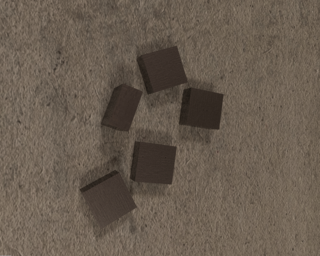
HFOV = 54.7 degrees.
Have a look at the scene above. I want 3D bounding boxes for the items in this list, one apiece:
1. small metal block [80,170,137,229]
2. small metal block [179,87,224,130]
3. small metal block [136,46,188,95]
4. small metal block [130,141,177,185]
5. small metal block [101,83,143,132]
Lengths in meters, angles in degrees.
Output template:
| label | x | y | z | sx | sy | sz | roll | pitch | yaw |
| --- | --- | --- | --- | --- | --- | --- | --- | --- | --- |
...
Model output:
| label | x | y | z | sx | sy | sz | roll | pitch | yaw |
| --- | --- | --- | --- | --- | --- | --- | --- | --- | --- |
| small metal block | -0.064 | 0.088 | 0.386 | 0.050 | 0.025 | 0.050 | -28 | 100 | -18 |
| small metal block | 0.057 | -0.026 | 0.432 | 0.050 | 0.025 | 0.050 | 9 | 87 | -20 |
| small metal block | 0.003 | -0.076 | 0.411 | 0.050 | 0.025 | 0.050 | -20 | 97 | -19 |
| small metal block | -0.009 | 0.046 | 0.407 | 0.050 | 0.025 | 0.050 | 9 | 87 | -20 |
| small metal block | -0.048 | -0.024 | 0.379 | 0.025 | 0.050 | 0.050 | 22 | 83 | -19 |
